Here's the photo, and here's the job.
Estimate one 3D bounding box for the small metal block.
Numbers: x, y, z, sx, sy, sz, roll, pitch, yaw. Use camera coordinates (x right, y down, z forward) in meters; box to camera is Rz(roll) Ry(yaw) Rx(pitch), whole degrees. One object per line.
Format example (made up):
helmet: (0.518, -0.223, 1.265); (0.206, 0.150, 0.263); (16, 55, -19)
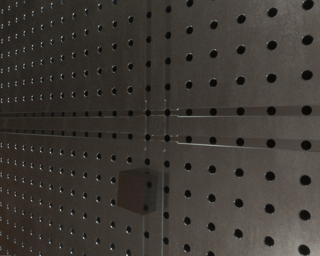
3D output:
small metal block: (-0.032, 0.089, 0.434); (0.050, 0.025, 0.050); (8, 95, 39)
